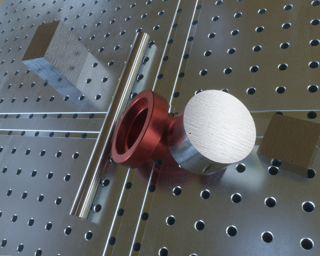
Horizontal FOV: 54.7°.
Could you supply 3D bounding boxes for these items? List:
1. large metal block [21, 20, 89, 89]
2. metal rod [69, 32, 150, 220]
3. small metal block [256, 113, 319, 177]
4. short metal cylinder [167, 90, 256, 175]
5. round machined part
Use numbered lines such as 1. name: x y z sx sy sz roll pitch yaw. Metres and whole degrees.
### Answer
1. large metal block: -0.180 -0.126 0.542 0.050 0.080 0.080 -2 61 27
2. metal rod: -0.065 -0.019 0.452 0.025 0.025 0.300 2 62 29
3. small metal block: 0.137 0.017 0.326 0.050 0.025 0.050 18 71 34
4. short metal cylinder: 0.054 0.006 0.333 0.081 0.050 0.080 7 66 -16
5. round machined part: -0.018 0.005 0.384 0.098 0.042 0.098 -44 32 37
